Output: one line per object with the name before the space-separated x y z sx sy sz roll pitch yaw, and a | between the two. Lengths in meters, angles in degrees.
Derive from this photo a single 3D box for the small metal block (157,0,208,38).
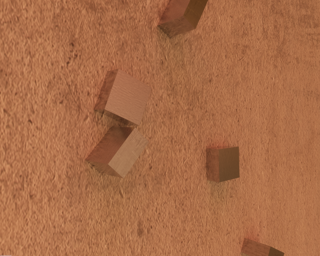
small metal block | 0.030 -0.154 0.413 0.025 0.050 0.050 36 68 -35

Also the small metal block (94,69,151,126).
small metal block | -0.043 -0.035 0.368 0.050 0.025 0.050 27 73 -37

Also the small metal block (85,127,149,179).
small metal block | -0.048 0.026 0.348 0.025 0.050 0.050 50 61 -29

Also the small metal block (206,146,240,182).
small metal block | 0.099 0.055 0.488 0.050 0.025 0.050 -3 92 -40

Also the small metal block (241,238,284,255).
small metal block | 0.178 0.217 0.538 0.050 0.050 0.025 34 69 -35
